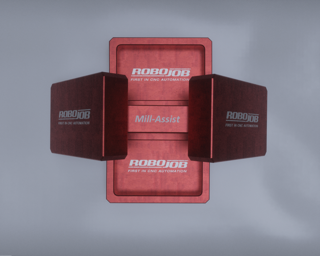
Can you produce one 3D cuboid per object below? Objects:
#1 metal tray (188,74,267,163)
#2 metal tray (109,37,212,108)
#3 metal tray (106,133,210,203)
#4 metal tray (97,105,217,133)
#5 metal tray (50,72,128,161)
[{"bbox_3d":[0.084,-0.009,0.364,0.030,0.131,0.089,1,90,42],"label":"metal tray"},{"bbox_3d":[0.001,-0.070,0.407,0.131,0.030,0.089,0,91,-1],"label":"metal tray"},{"bbox_3d":[-0.002,0.050,0.405,0.131,0.030,0.089,0,90,-1],"label":"metal tray"},{"bbox_3d":[-0.003,-0.010,0.377,0.131,0.090,0.030,0,90,-1],"label":"metal tray"},{"bbox_3d":[-0.088,-0.012,0.363,0.030,0.130,0.089,1,90,-42],"label":"metal tray"}]
